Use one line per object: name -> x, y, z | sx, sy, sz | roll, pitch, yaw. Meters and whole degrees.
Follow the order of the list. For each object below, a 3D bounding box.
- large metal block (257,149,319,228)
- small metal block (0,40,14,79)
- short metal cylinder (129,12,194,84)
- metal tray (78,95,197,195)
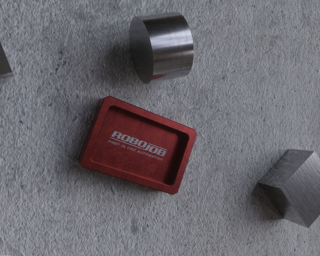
large metal block -> 0.212, 0.090, 0.475 | 0.080, 0.050, 0.080 | -41, 103, -15
small metal block -> -0.195, -0.076, 0.337 | 0.050, 0.025, 0.050 | -21, 97, -19
short metal cylinder -> 0.000, -0.098, 0.380 | 0.050, 0.080, 0.080 | -15, 95, -20
metal tray -> -0.026, 0.024, 0.396 | 0.131, 0.030, 0.090 | 21, 83, -19
